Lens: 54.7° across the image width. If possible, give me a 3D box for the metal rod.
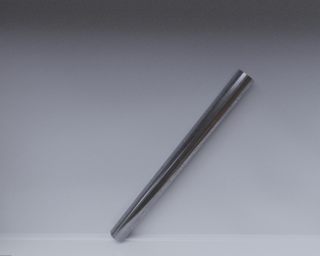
[{"bbox_3d":[0.022,0.048,0.429,0.025,0.025,0.299,34,106,-12],"label":"metal rod"}]
